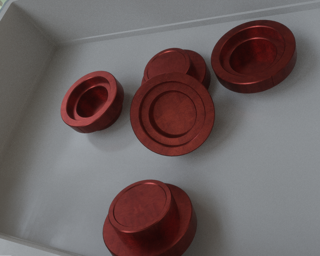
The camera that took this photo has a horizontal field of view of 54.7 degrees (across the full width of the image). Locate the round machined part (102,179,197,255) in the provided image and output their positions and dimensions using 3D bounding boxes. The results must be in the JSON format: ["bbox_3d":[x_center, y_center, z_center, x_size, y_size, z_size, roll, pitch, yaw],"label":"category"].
[{"bbox_3d":[-0.014,0.092,0.323,0.098,0.042,0.098,-15,32,10],"label":"round machined part"}]

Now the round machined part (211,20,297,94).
[{"bbox_3d":[0.117,-0.083,0.384,0.098,0.042,0.098,-13,56,21],"label":"round machined part"}]

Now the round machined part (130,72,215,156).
[{"bbox_3d":[0.016,-0.017,0.377,0.098,0.042,0.097,0,92,7],"label":"round machined part"}]

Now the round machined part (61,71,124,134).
[{"bbox_3d":[-0.096,-0.034,0.467,0.098,0.042,0.098,-13,56,21],"label":"round machined part"}]

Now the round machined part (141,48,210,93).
[{"bbox_3d":[0.017,-0.072,0.430,0.098,0.042,0.098,-13,56,21],"label":"round machined part"}]
